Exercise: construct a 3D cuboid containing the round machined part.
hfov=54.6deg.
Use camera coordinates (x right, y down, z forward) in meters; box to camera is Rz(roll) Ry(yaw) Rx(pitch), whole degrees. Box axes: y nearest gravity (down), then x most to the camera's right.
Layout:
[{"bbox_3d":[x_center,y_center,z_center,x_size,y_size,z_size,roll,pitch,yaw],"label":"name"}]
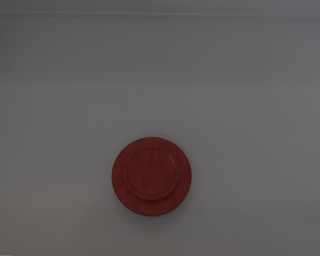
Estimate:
[{"bbox_3d":[-0.010,0.057,0.380,0.099,0.042,0.098,0,70,0],"label":"round machined part"}]
